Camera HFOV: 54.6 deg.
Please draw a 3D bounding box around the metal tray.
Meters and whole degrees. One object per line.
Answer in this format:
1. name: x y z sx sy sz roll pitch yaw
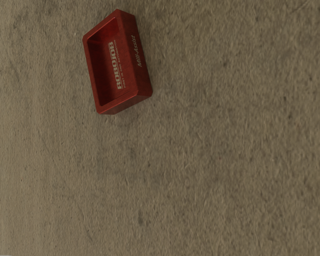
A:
1. metal tray: -0.066 -0.094 0.457 0.090 0.030 0.129 -22 76 38
